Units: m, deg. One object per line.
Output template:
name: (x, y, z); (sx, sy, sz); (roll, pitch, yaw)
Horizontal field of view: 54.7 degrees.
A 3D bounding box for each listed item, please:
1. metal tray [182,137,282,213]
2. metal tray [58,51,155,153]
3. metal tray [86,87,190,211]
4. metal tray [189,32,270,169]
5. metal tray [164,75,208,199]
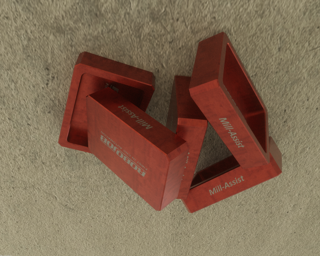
metal tray: (0.097, 0.062, 0.420); (0.130, 0.090, 0.030); (-31, 89, 23)
metal tray: (-0.069, -0.021, 0.387); (0.091, 0.030, 0.129); (15, 128, -13)
metal tray: (-0.032, 0.022, 0.353); (0.130, 0.030, 0.089); (36, 137, 28)
metal tray: (0.082, -0.027, 0.341); (0.030, 0.090, 0.130); (-17, 130, 32)
metal tray: (0.025, 0.013, 0.378); (0.030, 0.090, 0.129); (5, 131, -5)
